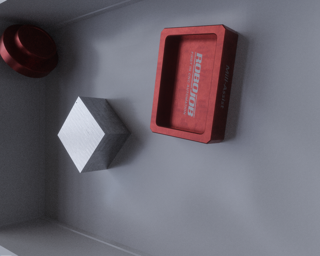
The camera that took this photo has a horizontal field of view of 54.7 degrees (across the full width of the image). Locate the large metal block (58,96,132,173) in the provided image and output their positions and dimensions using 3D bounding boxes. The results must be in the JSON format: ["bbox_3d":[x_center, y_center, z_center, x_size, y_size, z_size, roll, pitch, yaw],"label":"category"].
[{"bbox_3d":[-0.102,0.010,0.472,0.080,0.050,0.080,51,119,27],"label":"large metal block"}]

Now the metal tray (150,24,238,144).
[{"bbox_3d":[0.038,-0.052,0.370,0.090,0.030,0.129,11,97,39],"label":"metal tray"}]

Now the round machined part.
[{"bbox_3d":[-0.222,-0.140,0.539,0.042,0.099,0.098,-31,71,35],"label":"round machined part"}]
